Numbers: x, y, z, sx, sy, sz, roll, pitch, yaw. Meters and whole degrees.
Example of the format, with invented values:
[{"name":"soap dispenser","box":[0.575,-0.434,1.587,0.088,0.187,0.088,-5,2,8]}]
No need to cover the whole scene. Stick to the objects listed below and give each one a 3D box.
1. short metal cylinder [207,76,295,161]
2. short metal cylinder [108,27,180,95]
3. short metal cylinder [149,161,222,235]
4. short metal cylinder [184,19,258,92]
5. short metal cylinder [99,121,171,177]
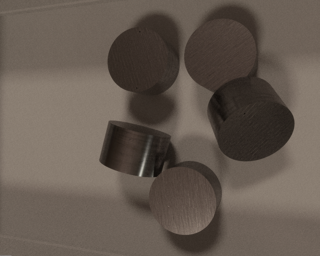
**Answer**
[{"name":"short metal cylinder","box":[0.097,-0.009,0.341,0.081,0.050,0.079,-4,128,-4]},{"name":"short metal cylinder","box":[-0.020,-0.084,0.403,0.080,0.050,0.079,0,90,19]},{"name":"short metal cylinder","box":[0.033,0.084,0.384,0.080,0.050,0.079,1,92,18]},{"name":"short metal cylinder","box":[0.075,-0.083,0.371,0.080,0.050,0.079,0,90,19]},{"name":"short metal cylinder","box":[-0.031,0.025,0.391,0.080,0.080,0.050,16,95,19]}]
